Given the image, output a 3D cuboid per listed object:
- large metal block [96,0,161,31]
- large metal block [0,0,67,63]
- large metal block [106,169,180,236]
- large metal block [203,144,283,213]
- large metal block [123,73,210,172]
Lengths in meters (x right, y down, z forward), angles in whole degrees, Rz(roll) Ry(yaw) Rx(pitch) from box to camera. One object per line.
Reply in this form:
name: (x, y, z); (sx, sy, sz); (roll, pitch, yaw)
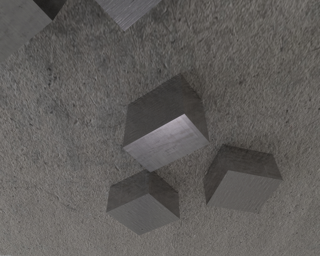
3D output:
large metal block: (-0.027, -0.147, 0.265); (0.080, 0.050, 0.080); (-32, 123, 24)
large metal block: (-0.133, -0.109, 0.277); (0.080, 0.080, 0.050); (-28, 125, 22)
large metal block: (-0.025, 0.118, 0.491); (0.080, 0.050, 0.080); (-29, 125, 22)
large metal block: (0.118, 0.076, 0.457); (0.081, 0.050, 0.079); (12, 129, -10)
large metal block: (0.007, -0.007, 0.365); (0.080, 0.080, 0.050); (-29, 125, 22)
